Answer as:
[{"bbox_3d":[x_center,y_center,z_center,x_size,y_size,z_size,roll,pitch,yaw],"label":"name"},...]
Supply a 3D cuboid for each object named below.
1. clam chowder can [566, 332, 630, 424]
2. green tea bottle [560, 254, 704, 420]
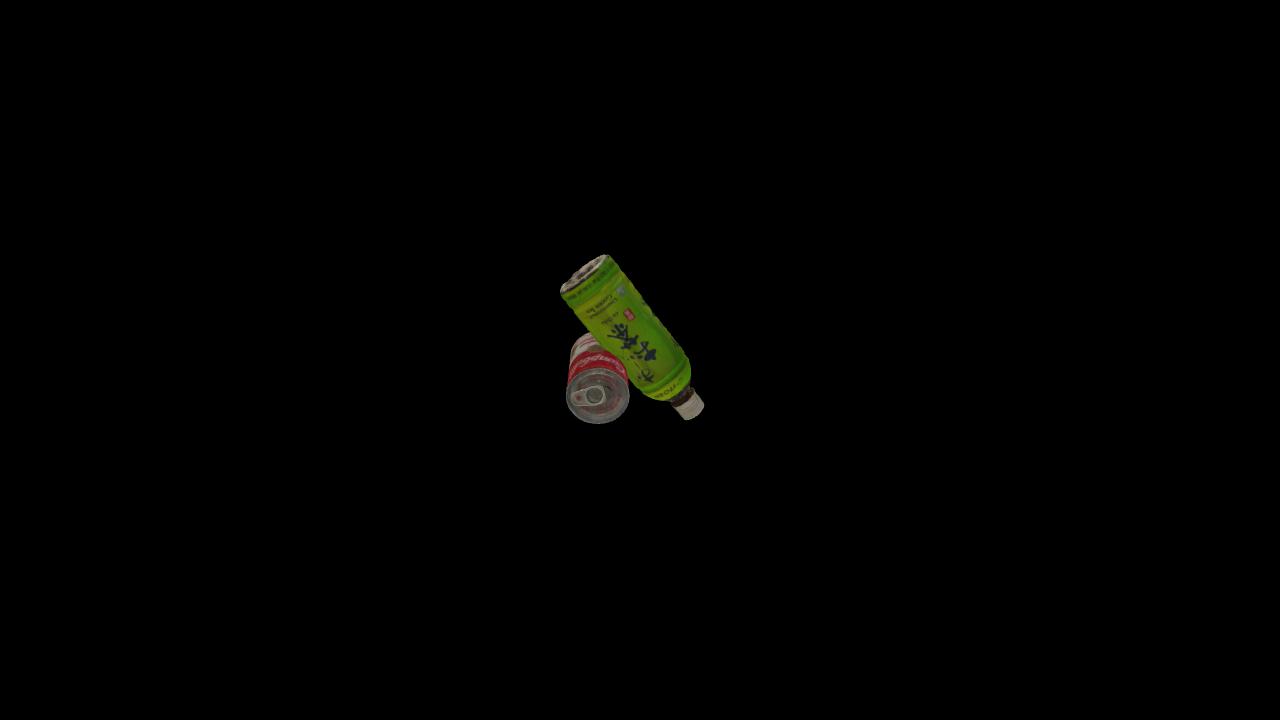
[{"bbox_3d":[-0.047,0.017,0.690,0.068,0.068,0.102,0,26,-3],"label":"clam chowder can"},{"bbox_3d":[0.001,-0.017,0.691,0.073,0.212,0.073,-34,21,15],"label":"green tea bottle"}]
